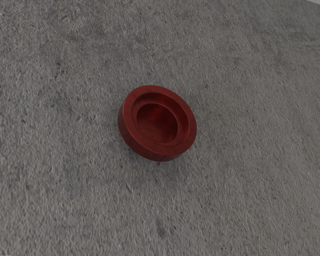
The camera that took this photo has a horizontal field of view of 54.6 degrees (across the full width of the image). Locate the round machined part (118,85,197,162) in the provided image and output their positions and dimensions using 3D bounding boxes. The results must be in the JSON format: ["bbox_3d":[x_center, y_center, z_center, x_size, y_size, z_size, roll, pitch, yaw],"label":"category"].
[{"bbox_3d":[-0.007,-0.002,0.390,0.099,0.042,0.098,13,56,-21],"label":"round machined part"}]
